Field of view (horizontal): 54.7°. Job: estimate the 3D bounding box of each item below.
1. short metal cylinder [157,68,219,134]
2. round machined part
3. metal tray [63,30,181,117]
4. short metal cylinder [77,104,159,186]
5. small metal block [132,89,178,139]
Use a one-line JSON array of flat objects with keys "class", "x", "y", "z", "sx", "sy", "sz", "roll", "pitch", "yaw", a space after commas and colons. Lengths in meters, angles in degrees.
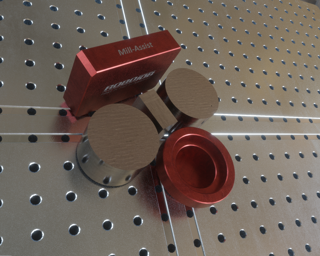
[{"class": "short metal cylinder", "x": 0.033, "y": -0.035, "z": 0.426, "sx": 0.081, "sy": 0.050, "sz": 0.080, "roll": 14, "pitch": 56, "yaw": -21}, {"class": "round machined part", "x": 0.040, "y": 0.051, "z": 0.382, "sx": 0.099, "sy": 0.042, "sz": 0.098, "roll": 14, "pitch": 56, "yaw": -21}, {"class": "metal tray", "x": -0.045, "y": -0.067, "z": 0.377, "sx": 0.131, "sy": 0.090, "sz": 0.030, "roll": -26, "pitch": 77, "yaw": -36}, {"class": "short metal cylinder", "x": -0.048, "y": 0.019, "z": 0.350, "sx": 0.081, "sy": 0.050, "sz": 0.080, "roll": 14, "pitch": 56, "yaw": -21}, {"class": "small metal block", "x": -0.012, "y": -0.012, "z": 0.387, "sx": 0.025, "sy": 0.050, "sz": 0.050, "roll": -28, "pitch": 78, "yaw": -37}]
